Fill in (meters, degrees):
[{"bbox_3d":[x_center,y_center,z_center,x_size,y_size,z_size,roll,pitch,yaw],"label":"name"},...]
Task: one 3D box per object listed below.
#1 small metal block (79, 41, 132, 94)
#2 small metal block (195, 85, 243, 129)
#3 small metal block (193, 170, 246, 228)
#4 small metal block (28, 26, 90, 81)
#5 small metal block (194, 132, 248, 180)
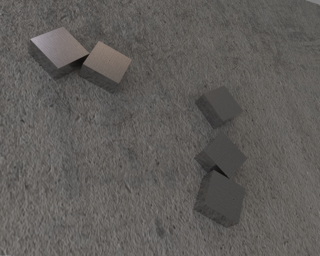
[{"bbox_3d":[-0.072,-0.081,0.414,0.050,0.025,0.050,28,52,-10],"label":"small metal block"},{"bbox_3d":[0.090,-0.032,0.472,0.050,0.025,0.050,-24,75,-36],"label":"small metal block"},{"bbox_3d":[0.076,0.089,0.390,0.050,0.025,0.050,31,52,-8],"label":"small metal block"},{"bbox_3d":[-0.128,-0.095,0.393,0.050,0.025,0.050,46,51,4],"label":"small metal block"},{"bbox_3d":[0.083,0.041,0.423,0.050,0.025,0.050,48,51,5],"label":"small metal block"}]
